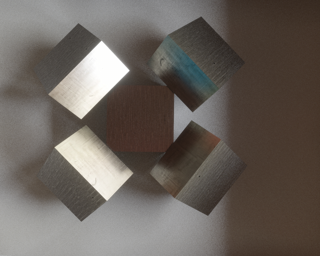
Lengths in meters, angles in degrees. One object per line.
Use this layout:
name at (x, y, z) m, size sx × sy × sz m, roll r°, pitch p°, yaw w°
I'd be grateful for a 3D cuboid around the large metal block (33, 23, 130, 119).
large metal block at (-0.097, -0.070, 0.373) m, size 0.080 × 0.080 × 0.050 m, roll -46°, pitch 134°, yaw 0°

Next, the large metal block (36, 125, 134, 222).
large metal block at (-0.093, 0.057, 0.376) m, size 0.080 × 0.050 × 0.080 m, roll 46°, pitch 134°, yaw -1°

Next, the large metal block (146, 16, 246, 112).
large metal block at (0.045, -0.079, 0.377) m, size 0.080 × 0.050 × 0.080 m, roll 47°, pitch 47°, yaw 0°

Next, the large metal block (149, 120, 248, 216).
large metal block at (0.049, 0.050, 0.376) m, size 0.080 × 0.050 × 0.080 m, roll -52°, pitch 135°, yaw -1°

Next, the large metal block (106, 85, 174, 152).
large metal block at (-0.023, -0.011, 0.396) m, size 0.081 × 0.050 × 0.080 m, roll 1°, pitch 90°, yaw 0°
